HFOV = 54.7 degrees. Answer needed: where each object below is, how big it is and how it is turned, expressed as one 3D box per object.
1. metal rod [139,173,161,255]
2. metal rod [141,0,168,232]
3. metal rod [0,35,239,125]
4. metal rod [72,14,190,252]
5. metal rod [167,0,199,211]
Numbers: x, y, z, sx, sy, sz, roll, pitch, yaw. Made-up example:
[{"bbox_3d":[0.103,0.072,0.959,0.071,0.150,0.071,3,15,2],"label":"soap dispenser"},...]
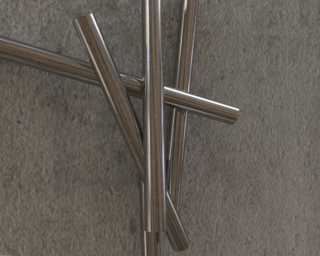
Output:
[{"bbox_3d":[-0.011,0.190,0.406,0.025,0.025,0.298,-2,91,-20],"label":"metal rod"},{"bbox_3d":[-0.007,-0.037,0.356,0.025,0.025,0.298,2,82,-20],"label":"metal rod"},{"bbox_3d":[-0.044,-0.054,0.375,0.302,0.025,0.025,15,85,-13],"label":"metal rod"},{"bbox_3d":[-0.027,0.017,0.365,0.025,0.025,0.299,-27,105,-18],"label":"metal rod"},{"bbox_3d":[0.028,-0.039,0.420,0.025,0.025,0.298,6,88,-20],"label":"metal rod"}]
